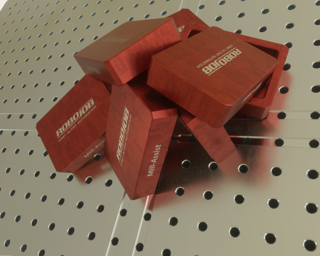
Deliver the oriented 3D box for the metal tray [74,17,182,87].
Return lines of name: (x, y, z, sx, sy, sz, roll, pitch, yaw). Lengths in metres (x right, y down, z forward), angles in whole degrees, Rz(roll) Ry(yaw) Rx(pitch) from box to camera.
metal tray: (-0.044, -0.095, 0.374, 0.090, 0.030, 0.130, -38, 29, -15)

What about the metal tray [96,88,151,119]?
metal tray: (-0.067, -0.051, 0.472, 0.130, 0.030, 0.090, -43, 51, -2)

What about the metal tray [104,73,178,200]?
metal tray: (-0.029, 0.008, 0.360, 0.030, 0.129, 0.090, -11, 44, -31)

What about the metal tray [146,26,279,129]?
metal tray: (0.060, -0.061, 0.331, 0.090, 0.030, 0.131, 35, 45, 18)

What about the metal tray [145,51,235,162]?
metal tray: (0.028, -0.028, 0.370, 0.030, 0.090, 0.130, -39, 50, 3)

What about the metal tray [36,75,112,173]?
metal tray: (-0.110, -0.009, 0.440, 0.130, 0.030, 0.090, -41, 66, 15)

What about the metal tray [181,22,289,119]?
metal tray: (0.079, -0.073, 0.381, 0.130, 0.030, 0.090, 19, 70, 14)

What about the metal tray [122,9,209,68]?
metal tray: (0.007, -0.117, 0.450, 0.131, 0.030, 0.090, -28, 53, -8)
